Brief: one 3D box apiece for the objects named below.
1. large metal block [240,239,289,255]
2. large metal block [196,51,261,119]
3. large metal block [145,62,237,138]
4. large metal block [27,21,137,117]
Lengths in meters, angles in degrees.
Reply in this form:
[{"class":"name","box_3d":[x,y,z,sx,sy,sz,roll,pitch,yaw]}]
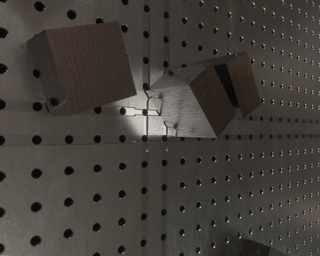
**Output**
[{"class":"large metal block","box_3d":[0.183,0.253,0.550,0.080,0.050,0.080,34,69,-35]},{"class":"large metal block","box_3d":[0.089,-0.059,0.451,0.050,0.080,0.080,-34,112,-35]},{"class":"large metal block","box_3d":[0.041,-0.034,0.410,0.050,0.080,0.080,-47,119,-30]},{"class":"large metal block","box_3d":[-0.080,-0.062,0.327,0.081,0.050,0.079,-23,105,-38]}]
